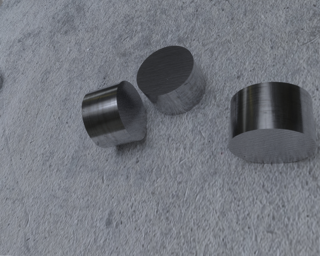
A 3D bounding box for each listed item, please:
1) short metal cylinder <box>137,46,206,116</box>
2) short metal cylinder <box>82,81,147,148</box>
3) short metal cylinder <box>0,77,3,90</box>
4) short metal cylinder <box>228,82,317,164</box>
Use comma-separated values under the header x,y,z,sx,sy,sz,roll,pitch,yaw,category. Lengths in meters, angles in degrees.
x,y,z,sx,sy,sz,roll,pitch,yaw,category
0.016,-0.064,0.419,0.080,0.050,0.080,-13,56,21,short metal cylinder
-0.058,-0.017,0.410,0.050,0.080,0.080,-14,56,20,short metal cylinder
-0.378,-0.090,0.643,0.080,0.050,0.080,-13,56,21,short metal cylinder
0.111,-0.002,0.312,0.080,0.080,0.050,-5,60,26,short metal cylinder
